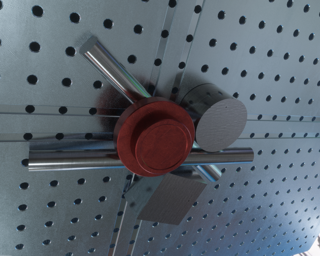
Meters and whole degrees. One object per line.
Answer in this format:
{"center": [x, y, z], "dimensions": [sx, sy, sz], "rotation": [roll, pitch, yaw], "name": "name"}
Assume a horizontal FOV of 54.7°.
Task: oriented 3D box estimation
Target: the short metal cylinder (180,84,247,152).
{"center": [0.071, -0.014, 0.426], "dimensions": [0.081, 0.050, 0.079], "rotation": [-14, 125, -21], "name": "short metal cylinder"}

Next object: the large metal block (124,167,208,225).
{"center": [0.008, 0.091, 0.454], "dimensions": [0.080, 0.050, 0.080], "rotation": [22, 107, -37], "name": "large metal block"}

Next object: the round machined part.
{"center": [-0.002, 0.015, 0.366], "dimensions": [0.099, 0.042, 0.097], "rotation": [-8, 113, -20], "name": "round machined part"}

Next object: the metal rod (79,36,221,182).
{"center": [0.008, -0.004, 0.415], "dimensions": [0.025, 0.025, 0.300], "rotation": [-44, 130, 2], "name": "metal rod"}

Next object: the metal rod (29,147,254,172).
{"center": [-0.009, 0.039, 0.408], "dimensions": [0.303, 0.025, 0.025], "rotation": [1, 118, -21], "name": "metal rod"}
